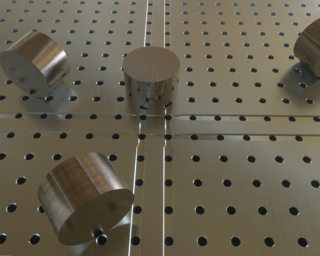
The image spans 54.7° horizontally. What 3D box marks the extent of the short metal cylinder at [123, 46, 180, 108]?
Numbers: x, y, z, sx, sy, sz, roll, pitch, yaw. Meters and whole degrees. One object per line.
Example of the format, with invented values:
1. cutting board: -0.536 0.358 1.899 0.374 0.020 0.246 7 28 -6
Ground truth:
1. short metal cylinder: -0.012 -0.075 0.455 0.081 0.050 0.080 0 50 0

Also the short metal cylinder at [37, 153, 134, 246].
1. short metal cylinder: -0.073 0.071 0.311 0.081 0.080 0.050 -28 56 -22

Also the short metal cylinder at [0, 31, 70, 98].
1. short metal cylinder: -0.179 -0.091 0.446 0.080 0.080 0.050 19 53 15

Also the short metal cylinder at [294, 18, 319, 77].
1. short metal cylinder: 0.259 -0.126 0.481 0.081 0.080 0.050 -16 52 -14
